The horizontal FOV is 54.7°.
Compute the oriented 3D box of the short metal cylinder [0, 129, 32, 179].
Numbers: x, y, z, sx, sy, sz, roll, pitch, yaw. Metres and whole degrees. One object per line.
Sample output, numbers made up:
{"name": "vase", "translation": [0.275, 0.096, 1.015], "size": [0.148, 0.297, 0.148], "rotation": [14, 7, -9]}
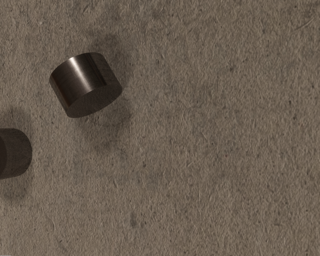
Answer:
{"name": "short metal cylinder", "translation": [-0.249, 0.040, 0.481], "size": [0.080, 0.050, 0.079], "rotation": [0, 90, 19]}

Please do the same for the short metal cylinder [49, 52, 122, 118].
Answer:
{"name": "short metal cylinder", "translation": [-0.098, -0.056, 0.413], "size": [0.080, 0.080, 0.050], "rotation": [-33, 80, 16]}
